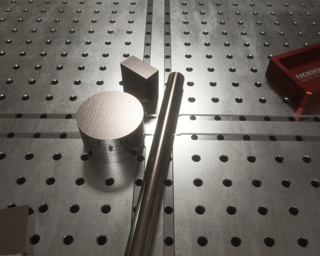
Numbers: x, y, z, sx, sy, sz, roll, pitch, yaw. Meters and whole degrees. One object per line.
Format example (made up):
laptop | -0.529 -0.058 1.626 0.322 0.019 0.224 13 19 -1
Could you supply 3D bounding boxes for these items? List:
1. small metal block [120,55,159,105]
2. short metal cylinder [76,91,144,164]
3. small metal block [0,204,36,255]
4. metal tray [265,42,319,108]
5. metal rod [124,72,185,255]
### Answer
small metal block | -0.029 -0.070 0.450 0.050 0.050 0.025 34 58 25
short metal cylinder | -0.060 -0.002 0.392 0.081 0.050 0.080 0 50 0
small metal block | -0.156 0.110 0.313 0.050 0.025 0.050 -8 51 -8
metal tray | 0.246 -0.088 0.481 0.131 0.030 0.090 -19 53 -16
metal rod | -0.002 0.037 0.376 0.025 0.025 0.300 8 50 6
